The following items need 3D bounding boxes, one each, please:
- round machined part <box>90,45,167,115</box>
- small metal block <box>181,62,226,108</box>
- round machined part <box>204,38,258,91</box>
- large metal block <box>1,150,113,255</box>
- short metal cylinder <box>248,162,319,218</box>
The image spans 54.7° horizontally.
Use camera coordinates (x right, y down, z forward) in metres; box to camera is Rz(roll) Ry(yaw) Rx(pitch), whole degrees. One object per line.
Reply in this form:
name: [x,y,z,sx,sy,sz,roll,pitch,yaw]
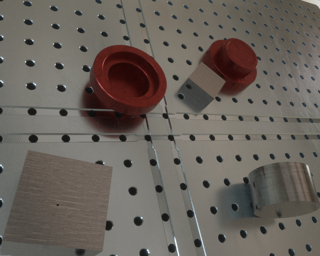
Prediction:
round machined part: [-0.044,-0.058,0.409,0.099,0.042,0.098,14,56,-21]
small metal block: [0.069,-0.069,0.487,0.050,0.025,0.050,39,51,-2]
round machined part: [0.129,-0.117,0.538,0.099,0.042,0.098,14,56,-21]
large metal block: [-0.095,0.075,0.295,0.081,0.050,0.080,15,56,-20]
short metal cylinder: [0.161,0.084,0.408,0.081,0.080,0.050,12,57,-22]
